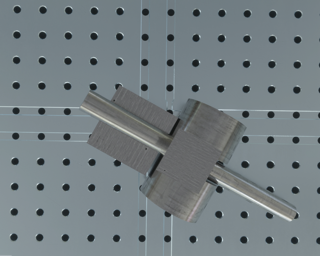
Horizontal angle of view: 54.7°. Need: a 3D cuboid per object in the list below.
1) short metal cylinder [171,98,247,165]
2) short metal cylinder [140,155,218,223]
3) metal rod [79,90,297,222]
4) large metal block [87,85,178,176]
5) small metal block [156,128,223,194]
[{"bbox_3d":[0.059,0.004,0.383,0.080,0.080,0.050,28,90,0],"label":"short metal cylinder"},{"bbox_3d":[0.023,0.072,0.382,0.080,0.080,0.050,30,90,0],"label":"short metal cylinder"},{"bbox_3d":[0.046,0.041,0.371,0.301,0.025,0.025,30,90,-16],"label":"metal rod"},{"bbox_3d":[-0.033,0.003,0.395,0.080,0.050,0.080,29,90,0],"label":"large metal block"},{"bbox_3d":[0.031,0.035,0.331,0.050,0.025,0.050,29,90,8],"label":"small metal block"}]
